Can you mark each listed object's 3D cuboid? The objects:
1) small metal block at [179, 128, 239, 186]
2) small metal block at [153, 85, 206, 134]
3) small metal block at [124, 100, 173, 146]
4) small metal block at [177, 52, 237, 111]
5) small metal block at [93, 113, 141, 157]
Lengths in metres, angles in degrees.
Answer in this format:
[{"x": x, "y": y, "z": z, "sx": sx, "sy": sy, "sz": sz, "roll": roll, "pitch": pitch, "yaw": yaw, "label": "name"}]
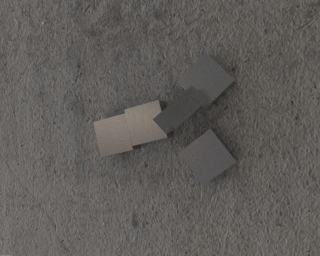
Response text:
[{"x": 0.061, "y": 0.035, "z": 0.387, "sx": 0.050, "sy": 0.025, "sz": 0.050, "roll": -39, "pitch": 78, "yaw": 15, "label": "small metal block"}, {"x": 0.022, "y": -0.021, "z": 0.373, "sx": 0.050, "sy": 0.050, "sz": 0.025, "roll": -43, "pitch": 93, "yaw": -13, "label": "small metal block"}, {"x": -0.015, "y": -0.006, "z": 0.414, "sx": 0.050, "sy": 0.025, "sz": 0.050, "roll": -14, "pitch": 85, "yaw": 19, "label": "small metal block"}, {"x": 0.059, "y": -0.057, "z": 0.388, "sx": 0.050, "sy": 0.025, "sz": 0.050, "roll": -46, "pitch": 76, "yaw": 14, "label": "small metal block"}, {"x": -0.060, "y": 0.010, "z": 0.430, "sx": 0.050, "sy": 0.025, "sz": 0.050, "roll": -14, "pitch": 85, "yaw": 19, "label": "small metal block"}]
